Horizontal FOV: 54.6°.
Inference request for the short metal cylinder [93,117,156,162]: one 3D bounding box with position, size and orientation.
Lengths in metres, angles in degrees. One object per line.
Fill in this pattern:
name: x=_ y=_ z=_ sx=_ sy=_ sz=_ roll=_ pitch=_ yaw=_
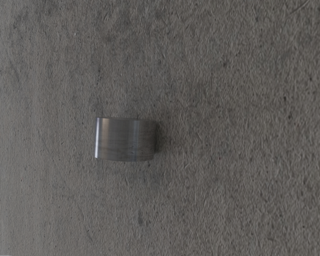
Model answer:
short metal cylinder: x=-0.046 y=0.013 z=0.409 sx=0.080 sy=0.081 sz=0.050 roll=7 pitch=94 yaw=40
